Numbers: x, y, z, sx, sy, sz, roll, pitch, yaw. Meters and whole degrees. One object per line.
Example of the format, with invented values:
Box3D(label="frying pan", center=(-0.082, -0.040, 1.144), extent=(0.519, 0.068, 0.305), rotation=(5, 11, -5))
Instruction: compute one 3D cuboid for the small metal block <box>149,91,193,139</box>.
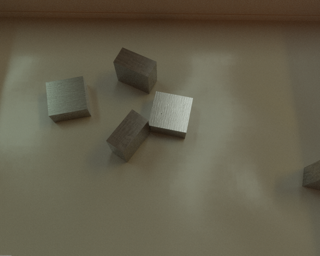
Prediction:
Box3D(label="small metal block", center=(0.014, -0.017, 0.416), extent=(0.050, 0.025, 0.050), rotation=(11, 70, 4))

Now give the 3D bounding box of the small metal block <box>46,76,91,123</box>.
Box3D(label="small metal block", center=(-0.125, -0.039, 0.423), extent=(0.050, 0.025, 0.050), rotation=(-11, 70, -4))

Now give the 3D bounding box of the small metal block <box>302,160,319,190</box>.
Box3D(label="small metal block", center=(0.210, 0.061, 0.375), extent=(0.050, 0.050, 0.025), rotation=(13, 71, 5))

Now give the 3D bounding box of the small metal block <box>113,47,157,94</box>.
Box3D(label="small metal block", center=(-0.032, -0.077, 0.424), extent=(0.050, 0.050, 0.025), rotation=(24, 72, 8))

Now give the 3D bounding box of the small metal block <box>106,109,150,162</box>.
Box3D(label="small metal block", center=(-0.038, 0.011, 0.392), extent=(0.025, 0.050, 0.050), rotation=(34, 74, 11))
